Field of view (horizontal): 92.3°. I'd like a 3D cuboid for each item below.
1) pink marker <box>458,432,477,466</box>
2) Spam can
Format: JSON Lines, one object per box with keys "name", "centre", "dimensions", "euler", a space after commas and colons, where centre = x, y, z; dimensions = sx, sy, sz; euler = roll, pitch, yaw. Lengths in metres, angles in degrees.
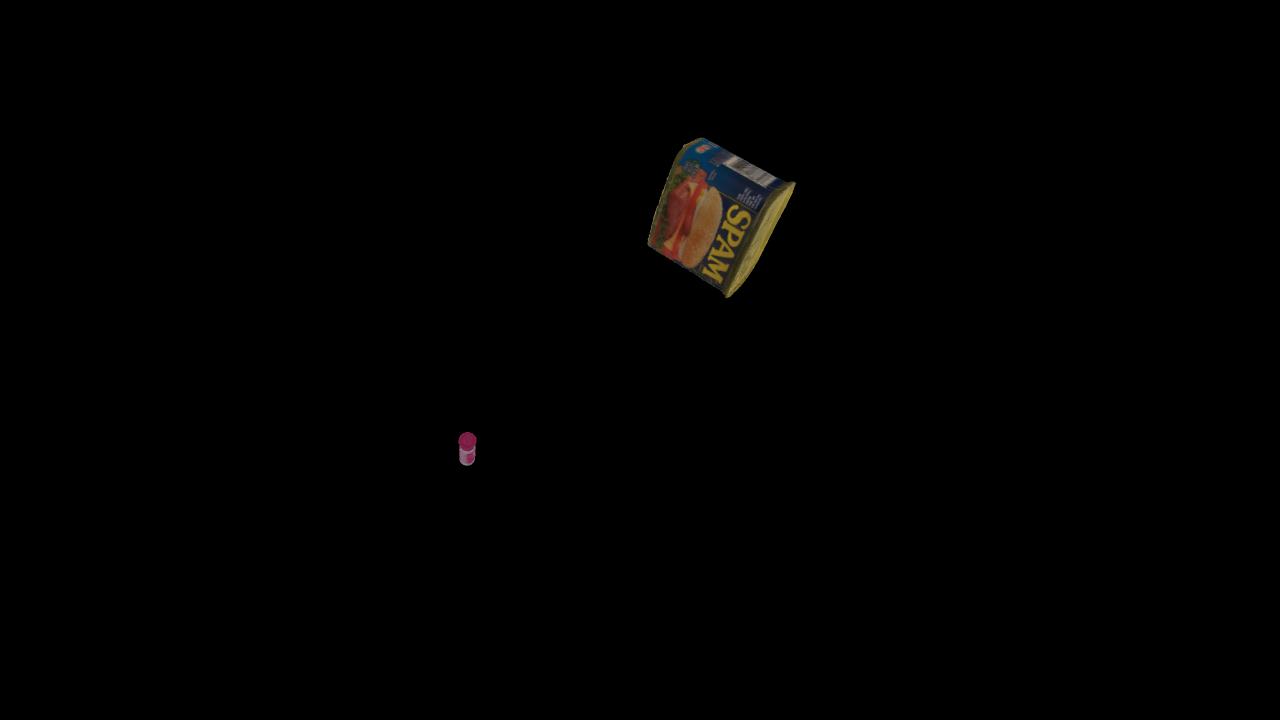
{"name": "pink marker", "centre": [-0.200, 0.104, 0.712], "dimensions": [0.020, 0.020, 0.121], "euler": [0, -18, -16]}
{"name": "Spam can", "centre": [0.062, -0.116, 0.499], "dimensions": [0.085, 0.101, 0.058], "euler": [34, 44, 13]}
